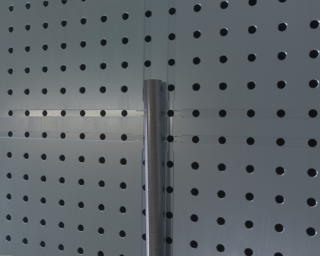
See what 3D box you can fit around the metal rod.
[{"bbox_3d":[-0.007,0.086,0.415,0.025,0.025,0.298,-1,90,20],"label":"metal rod"}]
